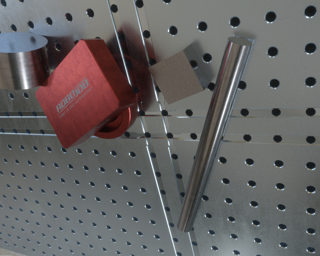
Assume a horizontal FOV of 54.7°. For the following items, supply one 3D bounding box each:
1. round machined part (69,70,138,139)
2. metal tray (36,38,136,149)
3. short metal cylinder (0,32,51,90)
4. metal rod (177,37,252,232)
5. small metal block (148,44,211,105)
[{"bbox_3d":[-0.073,-0.037,0.414,0.098,0.042,0.097,13,124,20],"label":"round machined part"},{"bbox_3d":[-0.099,-0.040,0.393,0.130,0.030,0.090,-33,84,38],"label":"metal tray"},{"bbox_3d":[-0.191,-0.092,0.417,0.080,0.080,0.050,18,125,17],"label":"short metal cylinder"},{"bbox_3d":[0.060,0.032,0.398,0.025,0.025,0.298,21,126,15],"label":"metal rod"},{"bbox_3d":[0.022,-0.061,0.360,0.050,0.025,0.050,-20,108,35],"label":"small metal block"}]
